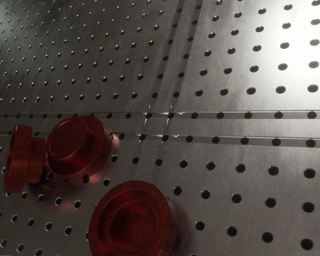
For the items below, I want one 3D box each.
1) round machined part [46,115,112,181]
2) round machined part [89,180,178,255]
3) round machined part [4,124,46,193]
[{"bbox_3d":[-0.123,0.023,0.446,0.098,0.042,0.098,-13,56,20],"label":"round machined part"},{"bbox_3d":[-0.026,0.111,0.341,0.098,0.042,0.098,-13,56,20],"label":"round machined part"},{"bbox_3d":[-0.195,0.045,0.450,0.098,0.042,0.098,-28,57,55],"label":"round machined part"}]
